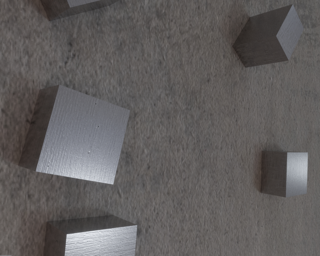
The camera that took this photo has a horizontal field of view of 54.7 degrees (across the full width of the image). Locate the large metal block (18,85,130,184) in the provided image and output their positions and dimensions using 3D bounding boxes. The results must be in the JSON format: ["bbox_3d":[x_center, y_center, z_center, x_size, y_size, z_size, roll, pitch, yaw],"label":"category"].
[{"bbox_3d":[-0.086,0.009,0.318,0.080,0.050,0.080,19,78,-39],"label":"large metal block"}]

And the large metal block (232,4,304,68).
[{"bbox_3d":[0.184,-0.154,0.526,0.050,0.080,0.080,48,62,-30],"label":"large metal block"}]

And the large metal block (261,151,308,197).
[{"bbox_3d":[0.239,0.085,0.593,0.081,0.050,0.080,4,88,-40],"label":"large metal block"}]

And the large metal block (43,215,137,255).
[{"bbox_3d":[-0.075,0.141,0.328,0.081,0.050,0.080,7,85,-40],"label":"large metal block"}]

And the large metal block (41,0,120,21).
[{"bbox_3d":[-0.085,-0.165,0.318,0.081,0.050,0.080,-33,111,-35],"label":"large metal block"}]
